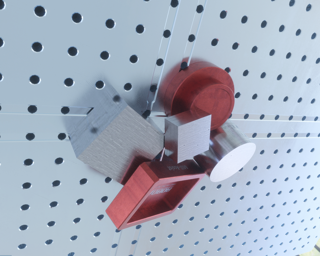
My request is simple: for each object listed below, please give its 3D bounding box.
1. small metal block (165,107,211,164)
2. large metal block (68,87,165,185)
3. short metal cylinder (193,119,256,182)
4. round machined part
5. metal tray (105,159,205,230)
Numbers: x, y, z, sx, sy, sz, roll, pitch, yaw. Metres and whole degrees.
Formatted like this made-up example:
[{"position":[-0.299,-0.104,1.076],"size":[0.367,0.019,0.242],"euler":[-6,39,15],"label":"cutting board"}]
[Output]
[{"position":[0.033,0.008,0.374],"size":[0.050,0.025,0.050],"euler":[-20,124,-31],"label":"small metal block"},{"position":[-0.049,0.012,0.376],"size":[0.080,0.050,0.080],"euler":[-46,129,4],"label":"large metal block"},{"position":[0.091,0.033,0.450],"size":[0.081,0.050,0.080],"euler":[-25,145,-19],"label":"short metal cylinder"},{"position":[0.059,-0.034,0.411],"size":[0.099,0.042,0.097],"euler":[-14,124,-21],"label":"round machined part"},{"position":[-0.001,0.087,0.424],"size":[0.090,0.030,0.131],"euler":[-54,151,19],"label":"metal tray"}]
